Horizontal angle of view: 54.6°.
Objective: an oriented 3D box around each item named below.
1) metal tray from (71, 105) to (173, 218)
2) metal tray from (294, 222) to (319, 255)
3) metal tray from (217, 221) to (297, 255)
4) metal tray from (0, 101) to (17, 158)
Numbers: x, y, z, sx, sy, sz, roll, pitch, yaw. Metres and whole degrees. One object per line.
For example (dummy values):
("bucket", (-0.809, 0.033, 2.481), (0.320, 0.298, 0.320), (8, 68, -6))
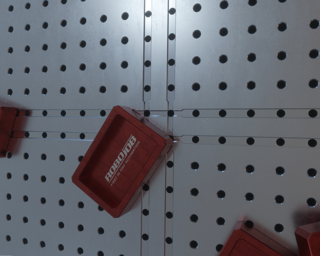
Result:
("metal tray", (-0.054, 0.045, 0.429), (0.090, 0.030, 0.129), (36, 101, 16))
("metal tray", (0.203, 0.161, 0.321), (0.090, 0.030, 0.129), (-12, 86, -3))
("metal tray", (0.102, 0.193, 0.373), (0.090, 0.030, 0.129), (30, 100, 17))
("metal tray", (-0.310, -0.011, 0.520), (0.130, 0.030, 0.090), (21, 97, 18))
